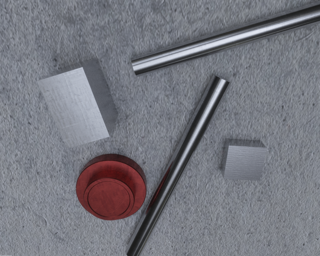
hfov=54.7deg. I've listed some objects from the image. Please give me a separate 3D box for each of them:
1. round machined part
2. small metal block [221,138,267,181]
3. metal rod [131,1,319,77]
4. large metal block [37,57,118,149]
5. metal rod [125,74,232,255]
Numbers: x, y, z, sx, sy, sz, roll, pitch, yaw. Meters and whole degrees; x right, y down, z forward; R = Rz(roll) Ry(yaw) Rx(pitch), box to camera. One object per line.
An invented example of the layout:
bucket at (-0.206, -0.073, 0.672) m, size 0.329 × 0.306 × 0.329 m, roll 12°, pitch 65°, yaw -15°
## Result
round machined part at (-0.068, 0.089, 0.433) m, size 0.099 × 0.042 × 0.097 m, roll 0°, pitch 110°, yaw -1°
small metal block at (0.114, 0.043, 0.428) m, size 0.050 × 0.025 × 0.050 m, roll 4°, pitch 110°, yaw -2°
metal rod at (0.113, -0.115, 0.368) m, size 0.301 × 0.025 × 0.025 m, roll -16°, pitch 110°, yaw 5°
large metal block at (-0.091, -0.033, 0.367) m, size 0.050 × 0.080 × 0.080 m, roll -16°, pitch 110°, yaw 5°
metal rod at (0.018, 0.066, 0.434) m, size 0.025 × 0.025 × 0.298 m, roll 22°, pitch 108°, yaw -9°
